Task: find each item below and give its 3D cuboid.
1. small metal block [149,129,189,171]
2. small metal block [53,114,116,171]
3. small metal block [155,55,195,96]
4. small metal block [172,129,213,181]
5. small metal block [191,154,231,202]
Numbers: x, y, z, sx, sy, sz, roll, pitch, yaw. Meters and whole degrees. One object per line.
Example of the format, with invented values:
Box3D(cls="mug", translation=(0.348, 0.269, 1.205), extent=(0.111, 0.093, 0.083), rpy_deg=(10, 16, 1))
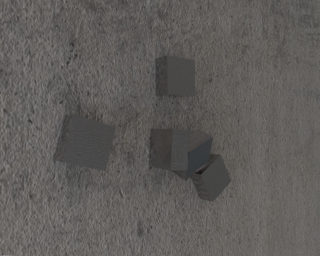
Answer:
Box3D(cls="small metal block", translation=(0.011, 0.026, 0.395), extent=(0.025, 0.050, 0.050), rpy_deg=(4, 88, -34))
Box3D(cls="small metal block", translation=(-0.081, 0.016, 0.337), extent=(0.050, 0.025, 0.050), rpy_deg=(20, 77, -38))
Box3D(cls="small metal block", translation=(0.021, -0.069, 0.422), extent=(0.050, 0.025, 0.050), rpy_deg=(-2, 91, -40))
Box3D(cls="small metal block", translation=(0.044, 0.036, 0.428), extent=(0.050, 0.025, 0.050), rpy_deg=(-27, 136, -37))
Box3D(cls="small metal block", translation=(0.077, 0.074, 0.469), extent=(0.050, 0.025, 0.050), rpy_deg=(-38, 113, -33))
